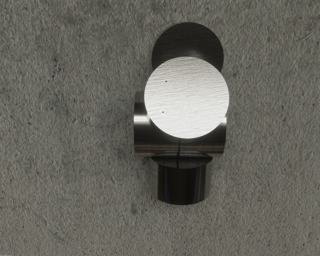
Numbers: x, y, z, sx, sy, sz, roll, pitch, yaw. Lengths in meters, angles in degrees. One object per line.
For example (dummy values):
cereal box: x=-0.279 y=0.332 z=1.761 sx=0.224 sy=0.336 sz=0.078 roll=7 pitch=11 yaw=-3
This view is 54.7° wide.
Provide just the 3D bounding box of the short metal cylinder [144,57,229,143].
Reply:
short metal cylinder: x=0.025 y=-0.026 z=0.318 sx=0.081 sy=0.050 sz=0.080 roll=0 pitch=82 yaw=-1

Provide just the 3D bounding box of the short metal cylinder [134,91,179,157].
short metal cylinder: x=-0.004 y=-0.005 z=0.380 sx=0.050 sy=0.080 sz=0.079 roll=1 pitch=110 yaw=-1

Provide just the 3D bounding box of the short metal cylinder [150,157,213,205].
short metal cylinder: x=0.027 y=0.056 z=0.403 sx=0.081 sy=0.080 sz=0.050 roll=0 pitch=110 yaw=-1

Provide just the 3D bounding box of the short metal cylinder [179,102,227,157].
short metal cylinder: x=0.048 y=-0.004 z=0.380 sx=0.050 sy=0.080 sz=0.079 roll=0 pitch=110 yaw=0

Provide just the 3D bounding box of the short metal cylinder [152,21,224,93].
short metal cylinder: x=0.031 y=-0.084 z=0.368 sx=0.081 sy=0.050 sz=0.079 roll=0 pitch=110 yaw=-1
